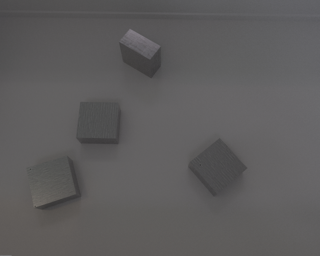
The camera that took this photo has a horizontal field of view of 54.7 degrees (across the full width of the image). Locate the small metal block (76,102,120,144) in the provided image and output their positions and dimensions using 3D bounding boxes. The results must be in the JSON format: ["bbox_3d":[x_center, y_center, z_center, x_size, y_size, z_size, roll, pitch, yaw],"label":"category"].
[{"bbox_3d":[-0.080,-0.006,0.411,0.050,0.025,0.050,1,70,0],"label":"small metal block"}]

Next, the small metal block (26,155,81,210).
[{"bbox_3d":[-0.131,0.068,0.384,0.050,0.025,0.050,-17,71,-6],"label":"small metal block"}]

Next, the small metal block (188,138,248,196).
[{"bbox_3d":[0.072,0.050,0.392,0.050,0.025,0.050,-37,74,-13],"label":"small metal block"}]

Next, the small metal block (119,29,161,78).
[{"bbox_3d":[-0.027,-0.103,0.434,0.050,0.050,0.025,32,73,11],"label":"small metal block"}]
